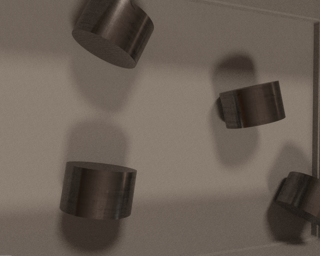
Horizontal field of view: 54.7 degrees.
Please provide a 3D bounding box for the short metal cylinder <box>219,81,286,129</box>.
[{"bbox_3d":[0.127,-0.032,0.430,0.081,0.080,0.050,-14,95,-20],"label":"short metal cylinder"}]

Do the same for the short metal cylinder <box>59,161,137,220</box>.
[{"bbox_3d":[-0.070,0.069,0.356,0.081,0.080,0.050,9,87,-20],"label":"short metal cylinder"}]

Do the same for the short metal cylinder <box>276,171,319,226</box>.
[{"bbox_3d":[0.224,0.107,0.467,0.080,0.080,0.050,34,79,-17],"label":"short metal cylinder"}]

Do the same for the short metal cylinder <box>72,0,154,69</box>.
[{"bbox_3d":[-0.054,-0.112,0.362,0.080,0.080,0.050,27,81,-18],"label":"short metal cylinder"}]
